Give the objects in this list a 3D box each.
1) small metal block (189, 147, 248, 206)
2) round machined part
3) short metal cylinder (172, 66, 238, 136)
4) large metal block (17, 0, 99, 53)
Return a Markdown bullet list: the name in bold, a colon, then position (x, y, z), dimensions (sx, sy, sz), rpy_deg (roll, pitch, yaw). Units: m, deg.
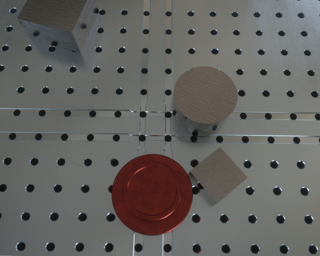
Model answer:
- **small metal block**: position (0.072, 0.061, 0.390), dimensions (0.050, 0.025, 0.050), rpy_deg (-37, 74, -13)
- **round machined part**: position (-0.009, 0.078, 0.374), dimensions (0.099, 0.042, 0.098), rpy_deg (0, 70, 0)
- **short metal cylinder**: position (0.057, -0.034, 0.412), dimensions (0.081, 0.050, 0.080), rpy_deg (0, 70, 0)
- **large metal block**: position (-0.146, -0.167, 0.458), dimensions (0.080, 0.050, 0.080), rpy_deg (15, 71, 5)
